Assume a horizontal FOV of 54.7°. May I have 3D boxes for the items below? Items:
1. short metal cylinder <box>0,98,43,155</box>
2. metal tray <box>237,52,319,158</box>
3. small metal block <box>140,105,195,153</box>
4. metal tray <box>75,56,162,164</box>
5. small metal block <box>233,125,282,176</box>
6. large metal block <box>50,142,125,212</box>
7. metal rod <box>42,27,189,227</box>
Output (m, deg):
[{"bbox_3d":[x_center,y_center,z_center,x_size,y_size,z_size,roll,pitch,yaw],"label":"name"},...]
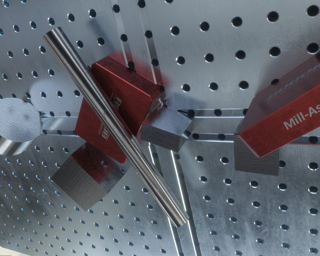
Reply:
[{"bbox_3d":[-0.239,-0.002,0.501,0.080,0.080,0.050,48,129,-6],"label":"short metal cylinder"},{"bbox_3d":[0.136,-0.034,0.276,0.030,0.090,0.129,47,129,-5],"label":"metal tray"},{"bbox_3d":[0.010,0.000,0.389,0.050,0.050,0.025,19,126,17],"label":"small metal block"},{"bbox_3d":[-0.062,-0.021,0.428,0.090,0.030,0.129,32,129,7],"label":"metal tray"},{"bbox_3d":[0.116,0.026,0.366,0.050,0.025,0.050,5,121,25],"label":"small metal block"},{"bbox_3d":[-0.118,0.078,0.506,0.080,0.050,0.080,45,129,-4],"label":"large metal block"},{"bbox_3d":[-0.049,0.008,0.402,0.025,0.025,0.299,-23,106,36],"label":"metal rod"}]
